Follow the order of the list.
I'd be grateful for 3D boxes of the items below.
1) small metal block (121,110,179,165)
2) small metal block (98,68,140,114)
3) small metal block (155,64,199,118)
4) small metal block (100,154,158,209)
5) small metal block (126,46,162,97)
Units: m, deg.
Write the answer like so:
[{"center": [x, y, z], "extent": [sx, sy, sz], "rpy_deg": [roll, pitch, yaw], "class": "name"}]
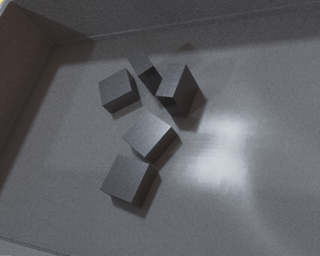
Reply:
[{"center": [-0.013, 0.011, 0.404], "extent": [0.050, 0.025, 0.050], "rpy_deg": [-49, 52, -7], "class": "small metal block"}, {"center": [-0.063, -0.056, 0.472], "extent": [0.050, 0.025, 0.050], "rpy_deg": [-26, 53, 11], "class": "small metal block"}, {"center": [0.024, -0.049, 0.406], "extent": [0.025, 0.050, 0.050], "rpy_deg": [9, 66, 32], "class": "small metal block"}, {"center": [-0.038, 0.065, 0.384], "extent": [0.050, 0.025, 0.050], "rpy_deg": [13, 68, 33], "class": "small metal block"}, {"center": [-0.019, -0.082, 0.448], "extent": [0.025, 0.050, 0.050], "rpy_deg": [-34, 52, 6], "class": "small metal block"}]
